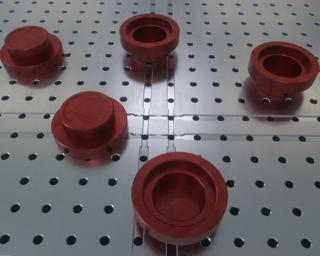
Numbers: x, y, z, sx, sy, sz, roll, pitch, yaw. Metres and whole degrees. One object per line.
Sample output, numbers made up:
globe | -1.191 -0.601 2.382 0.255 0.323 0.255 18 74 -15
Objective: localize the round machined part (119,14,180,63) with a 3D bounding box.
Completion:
round machined part | -0.017 -0.148 0.521 0.099 0.042 0.098 0 50 0

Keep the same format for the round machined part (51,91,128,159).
round machined part | -0.092 -0.011 0.405 0.099 0.042 0.098 0 50 0

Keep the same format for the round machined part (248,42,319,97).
round machined part | 0.183 -0.085 0.469 0.099 0.042 0.098 0 50 0

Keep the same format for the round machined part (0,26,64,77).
round machined part | -0.211 -0.130 0.505 0.099 0.042 0.098 0 50 0

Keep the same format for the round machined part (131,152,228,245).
round machined part | 0.020 0.077 0.332 0.099 0.042 0.098 0 50 0
